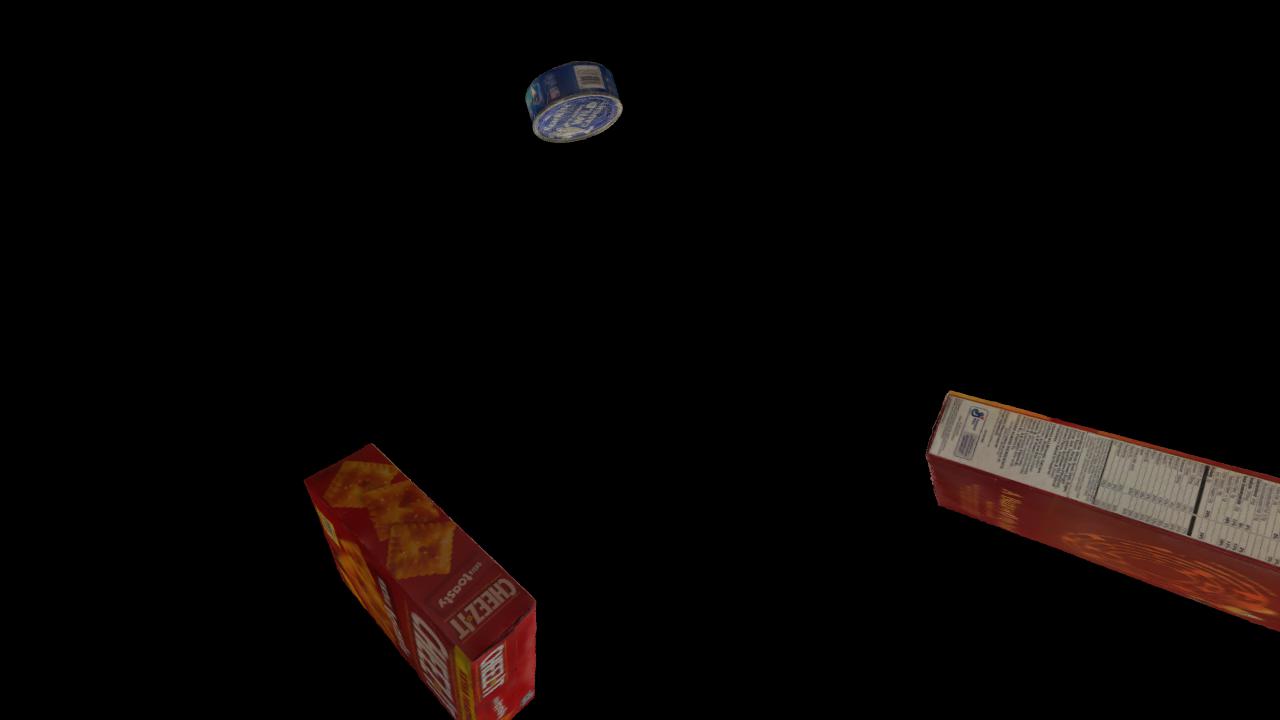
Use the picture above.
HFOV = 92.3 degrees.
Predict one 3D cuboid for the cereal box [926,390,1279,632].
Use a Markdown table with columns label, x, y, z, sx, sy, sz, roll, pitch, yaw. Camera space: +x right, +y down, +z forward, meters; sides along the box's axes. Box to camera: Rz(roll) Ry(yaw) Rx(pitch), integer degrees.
| label | x | y | z | sx | sy | sz | roll | pitch | yaw |
| --- | --- | --- | --- | --- | --- | --- | --- | --- | --- |
| cereal box | 0.432 | 0.136 | 0.554 | 0.306 | 0.081 | 0.203 | 17 | -15 | 35 |

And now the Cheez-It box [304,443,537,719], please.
| label | x | y | z | sx | sy | sz | roll | pitch | yaw |
| --- | --- | --- | --- | --- | --- | --- | --- | --- | --- |
| Cheez-It box | -0.184 | 0.199 | 0.528 | 0.223 | 0.166 | 0.071 | 33 | 46 | 26 |

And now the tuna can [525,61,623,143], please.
| label | x | y | z | sx | sy | sz | roll | pitch | yaw |
| --- | --- | --- | --- | --- | --- | --- | --- | --- | --- |
| tuna can | -0.060 | -0.232 | 0.557 | 0.084 | 0.034 | 0.084 | -16 | -3 | -1 |
